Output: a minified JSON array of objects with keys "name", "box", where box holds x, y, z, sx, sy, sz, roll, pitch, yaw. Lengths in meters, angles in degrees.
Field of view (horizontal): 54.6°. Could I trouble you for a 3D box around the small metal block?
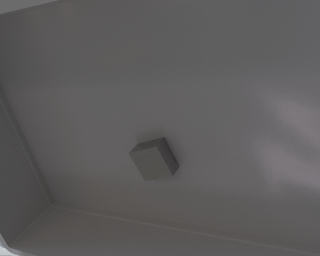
[{"name":"small metal block","box":[-0.008,0.045,0.441,0.050,0.025,0.050,-16,110,34]}]
